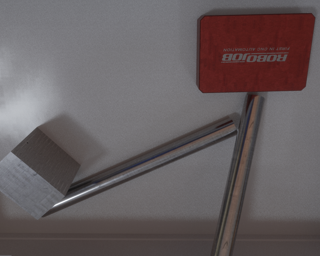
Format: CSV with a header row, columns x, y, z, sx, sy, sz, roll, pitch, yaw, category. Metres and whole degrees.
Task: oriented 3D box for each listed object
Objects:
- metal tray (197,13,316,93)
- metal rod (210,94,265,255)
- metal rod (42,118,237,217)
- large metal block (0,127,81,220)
x,y,z,sx,sy,sz,roll,pitch,yaw,category
0.112,-0.091,0.377,0.131,0.030,0.089,-2,110,0,metal tray
0.087,0.104,0.380,0.025,0.025,0.299,15,82,-6,metal rod
-0.037,0.058,0.432,0.301,0.025,0.025,-24,109,8,metal rod
-0.159,0.056,0.400,0.050,0.080,0.080,-41,106,13,large metal block
